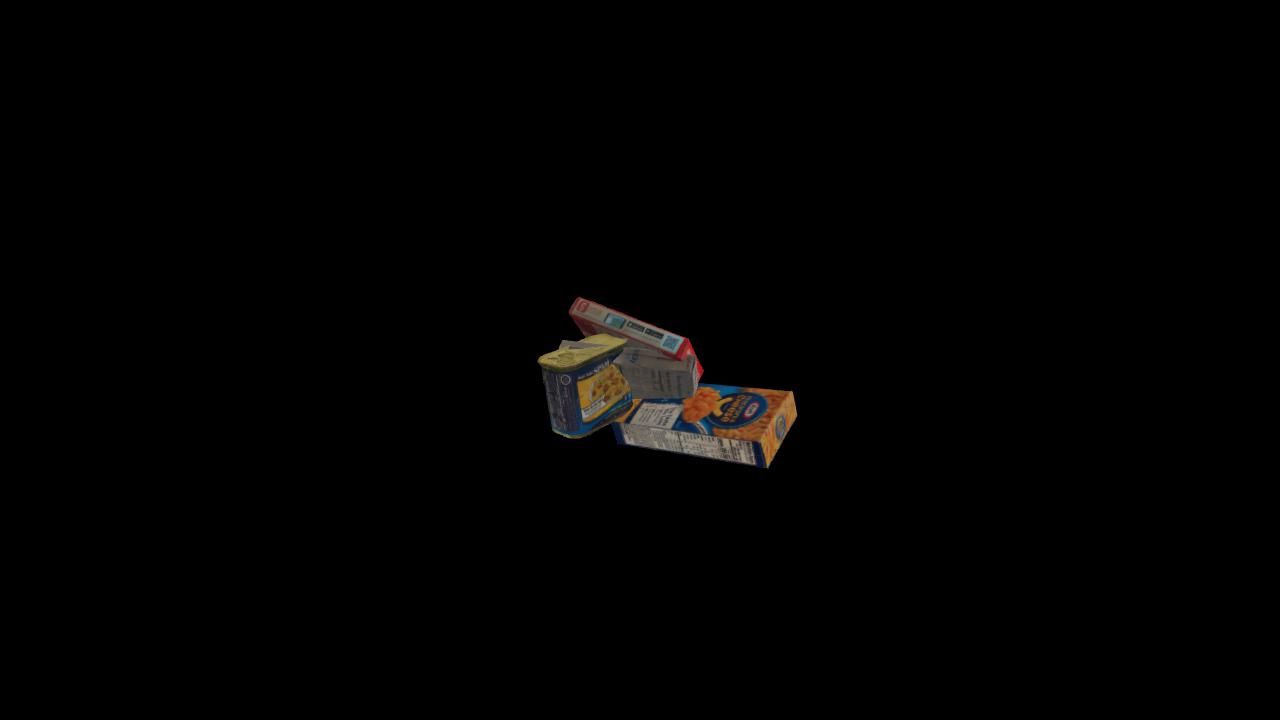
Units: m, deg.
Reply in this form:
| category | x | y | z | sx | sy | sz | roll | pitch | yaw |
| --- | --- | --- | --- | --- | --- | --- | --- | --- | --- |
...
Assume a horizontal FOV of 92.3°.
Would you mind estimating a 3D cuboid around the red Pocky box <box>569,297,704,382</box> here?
| category | x | y | z | sx | sy | sz | roll | pitch | yaw |
| --- | --- | --- | --- | --- | --- | --- | --- | --- | --- |
| red Pocky box | -0.004 | -0.021 | 0.714 | 0.155 | 0.028 | 0.083 | 23 | -19 | 27 |

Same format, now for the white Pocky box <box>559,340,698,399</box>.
| category | x | y | z | sx | sy | sz | roll | pitch | yaw |
| --- | --- | --- | --- | --- | --- | --- | --- | --- | --- |
| white Pocky box | -0.012 | 0.019 | 0.697 | 0.154 | 0.028 | 0.084 | 7 | -34 | 13 |

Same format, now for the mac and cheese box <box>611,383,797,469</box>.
| category | x | y | z | sx | sy | sz | roll | pitch | yaw |
| --- | --- | --- | --- | --- | --- | --- | --- | --- | --- |
| mac and cheese box | 0.067 | 0.064 | 0.675 | 0.184 | 0.041 | 0.093 | 3 | 32 | 34 |

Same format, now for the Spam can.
| category | x | y | z | sx | sy | sz | roll | pitch | yaw |
| --- | --- | --- | --- | --- | --- | --- | --- | --- | --- |
| Spam can | -0.056 | 0.027 | 0.675 | 0.058 | 0.085 | 0.101 | 12 | 27 | 42 |
